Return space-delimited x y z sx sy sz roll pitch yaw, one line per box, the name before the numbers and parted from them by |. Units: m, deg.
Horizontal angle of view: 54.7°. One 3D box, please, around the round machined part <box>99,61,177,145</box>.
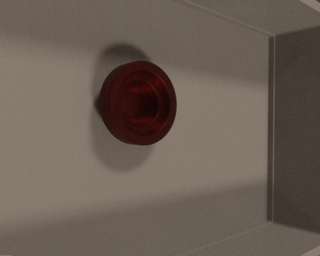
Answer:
round machined part | -0.030 -0.029 0.372 0.099 0.042 0.097 0 90 -40
